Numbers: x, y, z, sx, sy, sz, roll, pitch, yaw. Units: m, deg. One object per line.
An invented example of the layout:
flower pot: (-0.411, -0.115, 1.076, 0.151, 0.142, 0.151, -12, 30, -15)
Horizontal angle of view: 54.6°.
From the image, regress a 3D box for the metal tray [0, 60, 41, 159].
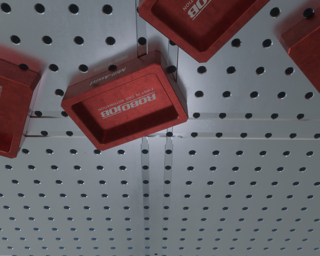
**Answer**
metal tray: (-0.210, -0.025, 0.385, 0.090, 0.030, 0.129, 20, 127, -17)

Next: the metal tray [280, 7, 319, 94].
metal tray: (0.209, -0.079, 0.343, 0.130, 0.030, 0.090, 37, 121, -27)

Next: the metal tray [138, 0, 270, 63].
metal tray: (0.052, -0.136, 0.293, 0.090, 0.030, 0.129, 32, 123, -25)

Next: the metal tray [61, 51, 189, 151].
metal tray: (-0.041, -0.028, 0.383, 0.130, 0.030, 0.090, -20, 128, 16)
